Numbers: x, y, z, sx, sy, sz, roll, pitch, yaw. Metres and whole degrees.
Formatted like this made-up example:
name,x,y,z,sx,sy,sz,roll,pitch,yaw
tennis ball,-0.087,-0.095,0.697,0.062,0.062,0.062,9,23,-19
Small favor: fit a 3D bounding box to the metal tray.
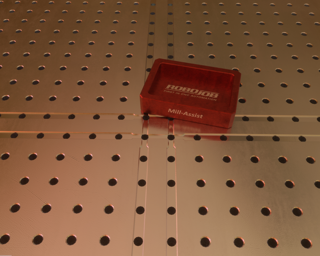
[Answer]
name,x,y,z,sx,sy,sz,roll,pitch,yaw
metal tray,0.046,-0.053,0.449,0.130,0.030,0.090,11,51,9
